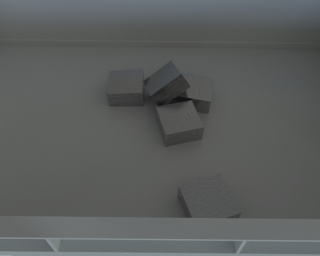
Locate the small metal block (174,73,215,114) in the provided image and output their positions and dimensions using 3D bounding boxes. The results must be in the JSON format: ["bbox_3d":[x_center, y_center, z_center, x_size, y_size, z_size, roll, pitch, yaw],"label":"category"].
[{"bbox_3d":[0.050,-0.051,0.449,0.050,0.025,0.050,10,51,8],"label":"small metal block"}]

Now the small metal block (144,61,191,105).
[{"bbox_3d":[0.009,-0.062,0.435,0.050,0.025,0.050,-36,34,7],"label":"small metal block"}]

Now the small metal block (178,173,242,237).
[{"bbox_3d":[0.052,0.083,0.336,0.050,0.025,0.050,-14,52,-12],"label":"small metal block"}]

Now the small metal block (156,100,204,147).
[{"bbox_3d":[0.025,-0.007,0.411,0.050,0.025,0.050,-11,51,-10],"label":"small metal block"}]

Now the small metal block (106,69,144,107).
[{"bbox_3d":[-0.049,-0.059,0.452,0.050,0.025,0.050,-3,50,2],"label":"small metal block"}]
